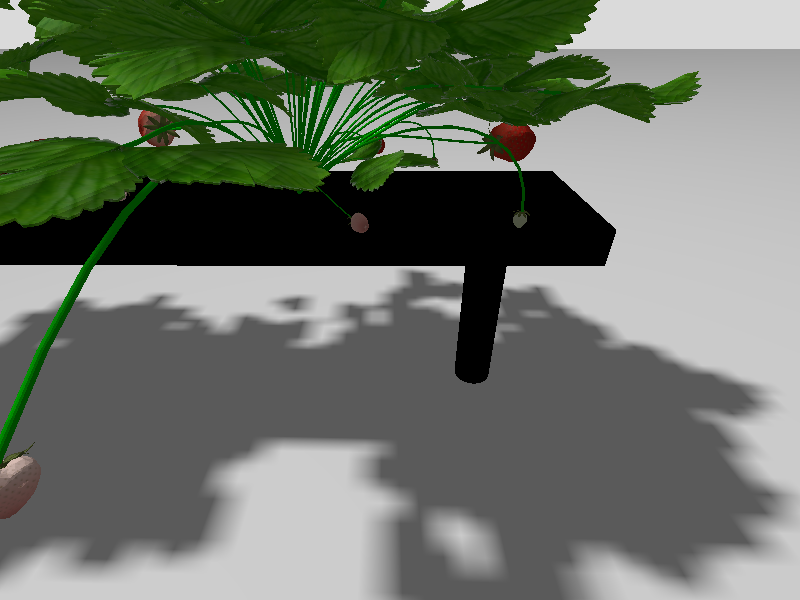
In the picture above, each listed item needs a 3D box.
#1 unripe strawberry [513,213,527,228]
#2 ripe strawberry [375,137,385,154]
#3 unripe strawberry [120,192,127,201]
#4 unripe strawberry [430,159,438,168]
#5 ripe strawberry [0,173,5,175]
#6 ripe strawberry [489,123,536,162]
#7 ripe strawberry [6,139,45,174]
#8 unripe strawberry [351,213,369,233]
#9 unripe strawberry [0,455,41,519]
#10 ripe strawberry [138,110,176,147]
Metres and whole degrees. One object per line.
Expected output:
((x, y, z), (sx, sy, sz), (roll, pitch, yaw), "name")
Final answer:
((0.083, -0.055, 0.276), (0.010, 0.011, 0.011), (16, 37, 23), "unripe strawberry")
((-0.028, -0.181, 0.465), (0.025, 0.021, 0.025), (14, 26, 20), "ripe strawberry")
((-0.239, -0.092, 0.334), (0.019, 0.019, 0.021), (-7, 34, -6), "unripe strawberry")
((0.033, -0.139, 0.407), (0.010, 0.010, 0.009), (-17, 37, -23), "unripe strawberry")
((-0.370, -0.112, 0.355), (0.029, 0.030, 0.026), (-1, 34, -2), "ripe strawberry")
((0.123, -0.173, 0.431), (0.050, 0.043, 0.050), (-15, 36, -22), "ripe strawberry")
((-0.301, -0.111, 0.338), (0.052, 0.045, 0.052), (-1, 34, -1), "ripe strawberry")
((-0.028, -0.054, 0.281), (0.013, 0.014, 0.014), (-22, 40, -29), "unripe strawberry")
((-0.116, 0.055, 0.117), (0.015, 0.017, 0.017), (3, 6, 4), "unripe strawberry")
((-0.301, -0.214, 0.493), (0.044, 0.046, 0.040), (25, 41, 33), "ripe strawberry")
